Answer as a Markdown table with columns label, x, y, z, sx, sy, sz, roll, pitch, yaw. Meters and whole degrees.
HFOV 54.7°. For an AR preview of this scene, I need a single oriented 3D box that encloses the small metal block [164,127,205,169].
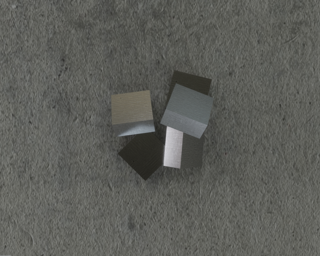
| label | x | y | z | sx | sy | sz | roll | pitch | yaw |
| --- | --- | --- | --- | --- | --- | --- | --- | --- | --- |
| small metal block | 0.032 | 0.024 | 0.397 | 0.025 | 0.050 | 0.050 | 4 | 90 | 38 |

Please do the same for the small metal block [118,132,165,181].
| label | x | y | z | sx | sy | sz | roll | pitch | yaw |
| --- | --- | --- | --- | --- | --- | --- | --- | --- | --- |
| small metal block | -0.019 | 0.033 | 0.411 | 0.050 | 0.025 | 0.050 | -45 | 91 | 0 |

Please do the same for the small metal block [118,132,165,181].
| label | x | y | z | sx | sy | sz | roll | pitch | yaw |
| --- | --- | --- | --- | --- | --- | --- | --- | --- | --- |
| small metal block | -0.019 | 0.033 | 0.411 | 0.050 | 0.025 | 0.050 | -45 | 90 | 0 |

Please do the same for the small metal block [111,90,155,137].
| label | x | y | z | sx | sy | sz | roll | pitch | yaw |
| --- | --- | --- | --- | --- | --- | --- | --- | --- | --- |
| small metal block | -0.035 | -0.019 | 0.398 | 0.050 | 0.025 | 0.050 | -8 | 52 | -1 |

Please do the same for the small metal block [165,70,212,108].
| label | x | y | z | sx | sy | sz | roll | pitch | yaw |
| --- | --- | --- | --- | --- | --- | --- | --- | --- | --- |
| small metal block | 0.037 | -0.045 | 0.412 | 0.050 | 0.025 | 0.050 | 14 | 90 | -1 |

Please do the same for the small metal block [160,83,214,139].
| label | x | y | z | sx | sy | sz | roll | pitch | yaw |
| --- | --- | --- | --- | --- | --- | --- | --- | --- | --- |
| small metal block | 0.033 | -0.021 | 0.373 | 0.050 | 0.025 | 0.050 | 21 | 47 | -1 |
